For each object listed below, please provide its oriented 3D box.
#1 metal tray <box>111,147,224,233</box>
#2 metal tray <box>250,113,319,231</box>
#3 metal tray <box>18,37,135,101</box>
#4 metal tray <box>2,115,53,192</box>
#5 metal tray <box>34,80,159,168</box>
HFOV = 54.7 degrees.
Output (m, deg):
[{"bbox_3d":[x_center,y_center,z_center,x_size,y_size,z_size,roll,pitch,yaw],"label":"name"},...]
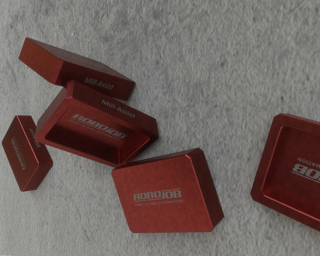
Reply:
[{"bbox_3d":[0.005,0.081,0.384,0.130,0.030,0.090,-16,92,38],"label":"metal tray"},{"bbox_3d":[0.156,0.046,0.272,0.130,0.030,0.089,22,104,37],"label":"metal tray"},{"bbox_3d":[-0.108,-0.077,0.422,0.090,0.131,0.030,34,105,34],"label":"metal tray"},{"bbox_3d":[-0.268,0.049,0.619,0.090,0.030,0.130,-50,61,28],"label":"metal tray"},{"bbox_3d":[-0.079,0.002,0.399,0.090,0.131,0.030,-42,39,32],"label":"metal tray"}]
